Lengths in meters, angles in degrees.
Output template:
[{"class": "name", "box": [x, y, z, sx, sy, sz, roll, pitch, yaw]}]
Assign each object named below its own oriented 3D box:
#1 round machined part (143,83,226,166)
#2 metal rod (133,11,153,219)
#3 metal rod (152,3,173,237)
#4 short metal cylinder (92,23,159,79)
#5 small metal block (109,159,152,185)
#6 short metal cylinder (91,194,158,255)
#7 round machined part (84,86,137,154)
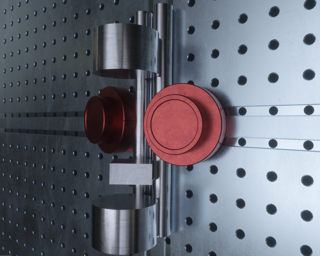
[{"class": "round machined part", "box": [0.024, -0.004, 0.361, 0.098, 0.042, 0.097, 0, 90, 25]}, {"class": "metal rod", "box": [-0.024, -0.008, 0.429, 0.025, 0.025, 0.298, 1, 91, 40]}, {"class": "metal rod", "box": [0.003, -0.010, 0.406, 0.025, 0.025, 0.298, 1, 91, 40]}, {"class": "short metal cylinder", "box": [-0.041, -0.090, 0.379, 0.080, 0.081, 0.050, 1, 91, 40]}, {"class": "small metal block", "box": [-0.035, 0.054, 0.392, 0.050, 0.050, 0.025, 1, 91, -2]}, {"class": "short metal cylinder", "box": [-0.043, 0.115, 0.381, 0.080, 0.081, 0.050, 1, 91, 40]}, {"class": "round machined part", "box": [-0.077, -0.011, 0.446, 0.098, 0.042, 0.097, 0, 90, 54]}]
